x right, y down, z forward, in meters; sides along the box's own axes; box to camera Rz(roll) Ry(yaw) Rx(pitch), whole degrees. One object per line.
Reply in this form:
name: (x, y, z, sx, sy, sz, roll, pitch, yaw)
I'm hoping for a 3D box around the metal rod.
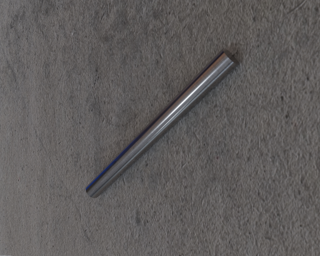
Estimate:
metal rod: (-0.014, 0.011, 0.417, 0.299, 0.025, 0.025, -44, 64, 30)
